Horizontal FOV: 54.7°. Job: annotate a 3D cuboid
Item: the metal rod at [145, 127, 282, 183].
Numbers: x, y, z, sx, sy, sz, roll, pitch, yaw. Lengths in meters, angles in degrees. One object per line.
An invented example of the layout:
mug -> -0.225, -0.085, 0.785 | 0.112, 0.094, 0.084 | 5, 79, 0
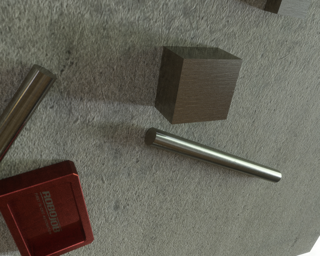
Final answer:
metal rod -> 0.103, 0.051, 0.496 | 0.302, 0.025, 0.025 | 19, 108, -36

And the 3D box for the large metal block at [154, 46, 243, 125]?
large metal block -> 0.045, -0.054, 0.383 | 0.081, 0.050, 0.079 | -5, 121, -26

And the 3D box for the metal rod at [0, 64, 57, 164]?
metal rod -> -0.204, 0.061, 0.333 | 0.025, 0.025, 0.299 | 30, 102, -38

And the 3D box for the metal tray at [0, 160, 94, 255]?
metal tray -> -0.141, 0.111, 0.395 | 0.091, 0.030, 0.129 | -16, 125, -20

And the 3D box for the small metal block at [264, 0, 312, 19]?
small metal block -> 0.168, -0.171, 0.395 | 0.050, 0.025, 0.050 | -3, 120, -28
